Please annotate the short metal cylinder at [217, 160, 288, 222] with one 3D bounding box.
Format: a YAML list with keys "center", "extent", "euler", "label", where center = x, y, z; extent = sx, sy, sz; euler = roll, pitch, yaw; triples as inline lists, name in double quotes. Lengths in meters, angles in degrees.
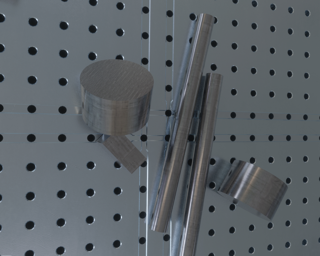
- center: [0.128, 0.086, 0.431]
  extent: [0.080, 0.080, 0.050]
  euler: [35, 79, -17]
  label: "short metal cylinder"

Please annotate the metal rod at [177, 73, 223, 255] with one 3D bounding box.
- center: [0.053, 0.072, 0.432]
  extent: [0.025, 0.025, 0.298]
  euler: [11, 86, -20]
  label: "metal rod"

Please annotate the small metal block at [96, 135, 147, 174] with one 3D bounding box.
- center: [-0.049, 0.027, 0.381]
  extent: [0.025, 0.050, 0.050]
  euler: [-45, 104, -14]
  label: "small metal block"

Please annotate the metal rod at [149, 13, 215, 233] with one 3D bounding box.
- center: [0.031, -0.010, 0.424]
  extent: [0.025, 0.025, 0.299]
  euler: [15, 85, -20]
  label: "metal rod"

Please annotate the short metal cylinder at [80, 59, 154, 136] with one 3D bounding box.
- center: [-0.050, -0.037, 0.358]
  extent: [0.081, 0.080, 0.050]
  euler: [-9, 136, -20]
  label: "short metal cylinder"
